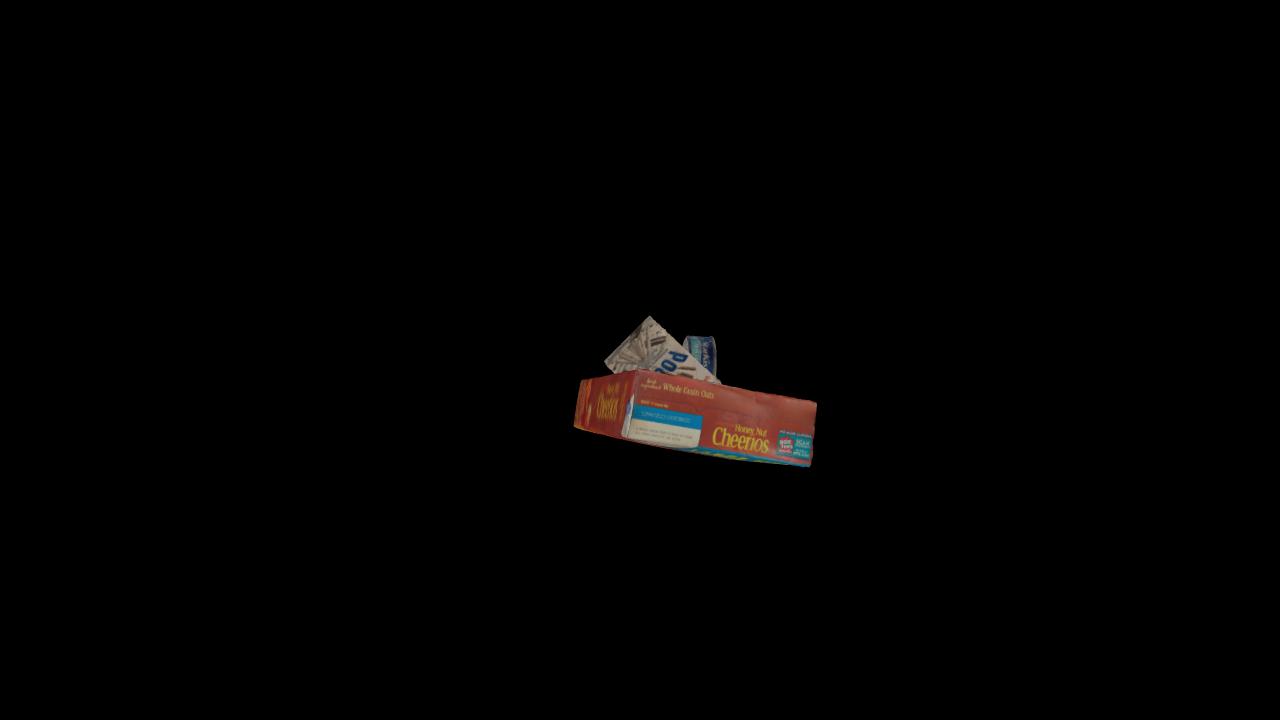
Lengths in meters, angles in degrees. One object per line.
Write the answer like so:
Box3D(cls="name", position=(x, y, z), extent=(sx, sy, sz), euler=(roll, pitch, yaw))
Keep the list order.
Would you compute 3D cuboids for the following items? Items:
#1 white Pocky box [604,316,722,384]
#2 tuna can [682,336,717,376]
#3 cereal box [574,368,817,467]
Box3D(cls="white Pocky box", position=(0.023, 0.016, 0.709), extent=(0.028, 0.084, 0.154), euler=(44, 2, -40))
Box3D(cls="tuna can", position=(0.069, 0.012, 0.737), extent=(0.034, 0.084, 0.084), euler=(3, 0, -2))
Box3D(cls="cereal box", position=(0.045, 0.069, 0.751), extent=(0.203, 0.081, 0.306), euler=(11, -6, -16))
